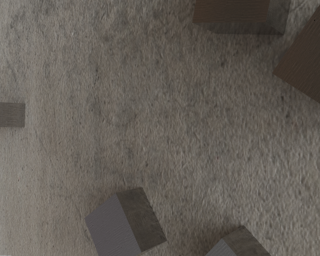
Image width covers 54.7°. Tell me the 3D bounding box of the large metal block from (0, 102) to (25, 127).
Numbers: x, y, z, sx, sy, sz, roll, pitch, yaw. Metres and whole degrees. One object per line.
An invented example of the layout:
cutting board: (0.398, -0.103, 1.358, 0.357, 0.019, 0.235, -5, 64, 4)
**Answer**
large metal block: (-0.341, -0.028, 0.646, 0.080, 0.081, 0.050, 3, 92, 39)

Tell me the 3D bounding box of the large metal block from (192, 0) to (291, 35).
large metal block: (0.087, -0.142, 0.316, 0.080, 0.050, 0.079, 15, 100, 38)

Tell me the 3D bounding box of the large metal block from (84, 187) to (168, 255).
large metal block: (-0.049, 0.139, 0.427, 0.080, 0.050, 0.080, -42, 65, 32)

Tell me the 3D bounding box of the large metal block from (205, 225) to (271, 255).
large metal block: (0.081, 0.164, 0.321, 0.080, 0.050, 0.080, 48, 118, 29)

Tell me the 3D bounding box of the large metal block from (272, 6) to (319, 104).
large metal block: (0.158, -0.056, 0.258, 0.080, 0.050, 0.080, 44, 116, 30)
